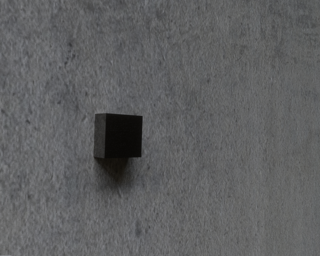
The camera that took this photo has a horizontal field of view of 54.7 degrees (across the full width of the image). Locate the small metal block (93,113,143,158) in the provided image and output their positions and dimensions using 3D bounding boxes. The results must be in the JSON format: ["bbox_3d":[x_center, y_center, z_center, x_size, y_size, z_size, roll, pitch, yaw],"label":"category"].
[{"bbox_3d":[-0.049,0.009,0.365,0.050,0.025,0.050,3,88,-40],"label":"small metal block"}]
